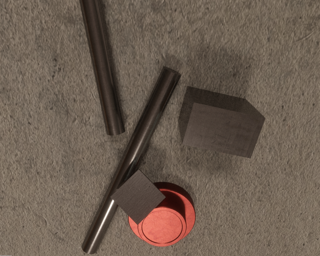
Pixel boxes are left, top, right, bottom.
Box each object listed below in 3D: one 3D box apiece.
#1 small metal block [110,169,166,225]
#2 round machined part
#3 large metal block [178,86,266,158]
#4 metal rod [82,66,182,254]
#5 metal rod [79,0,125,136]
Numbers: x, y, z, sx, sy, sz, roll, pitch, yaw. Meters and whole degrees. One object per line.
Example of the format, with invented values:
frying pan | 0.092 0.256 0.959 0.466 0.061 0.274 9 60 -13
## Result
small metal block | -0.029 0.090 0.409 0.050 0.025 0.050 -44 88 -6
round machined part | 0.003 0.131 0.449 0.099 0.042 0.097 0 110 -1
large metal block | 0.069 -0.010 0.378 0.081 0.080 0.050 12 110 -5
metal rod | -0.046 0.057 0.430 0.025 0.025 0.298 23 108 -9
metal rod | -0.078 -0.133 0.359 0.025 0.025 0.298 -7 110 2
